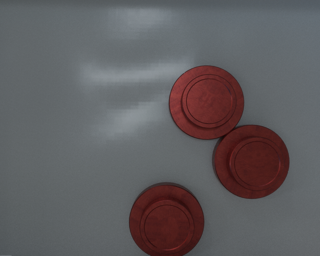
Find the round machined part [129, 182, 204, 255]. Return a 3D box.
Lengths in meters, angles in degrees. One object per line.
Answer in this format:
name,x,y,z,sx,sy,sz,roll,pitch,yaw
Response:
round machined part,0.009,0.123,0.403,0.099,0.042,0.097,0,90,0

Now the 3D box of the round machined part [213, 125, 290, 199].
round machined part,0.121,0.044,0.404,0.099,0.042,0.097,0,90,0

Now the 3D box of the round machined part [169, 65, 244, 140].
round machined part,0.061,-0.033,0.403,0.099,0.042,0.097,0,90,0
